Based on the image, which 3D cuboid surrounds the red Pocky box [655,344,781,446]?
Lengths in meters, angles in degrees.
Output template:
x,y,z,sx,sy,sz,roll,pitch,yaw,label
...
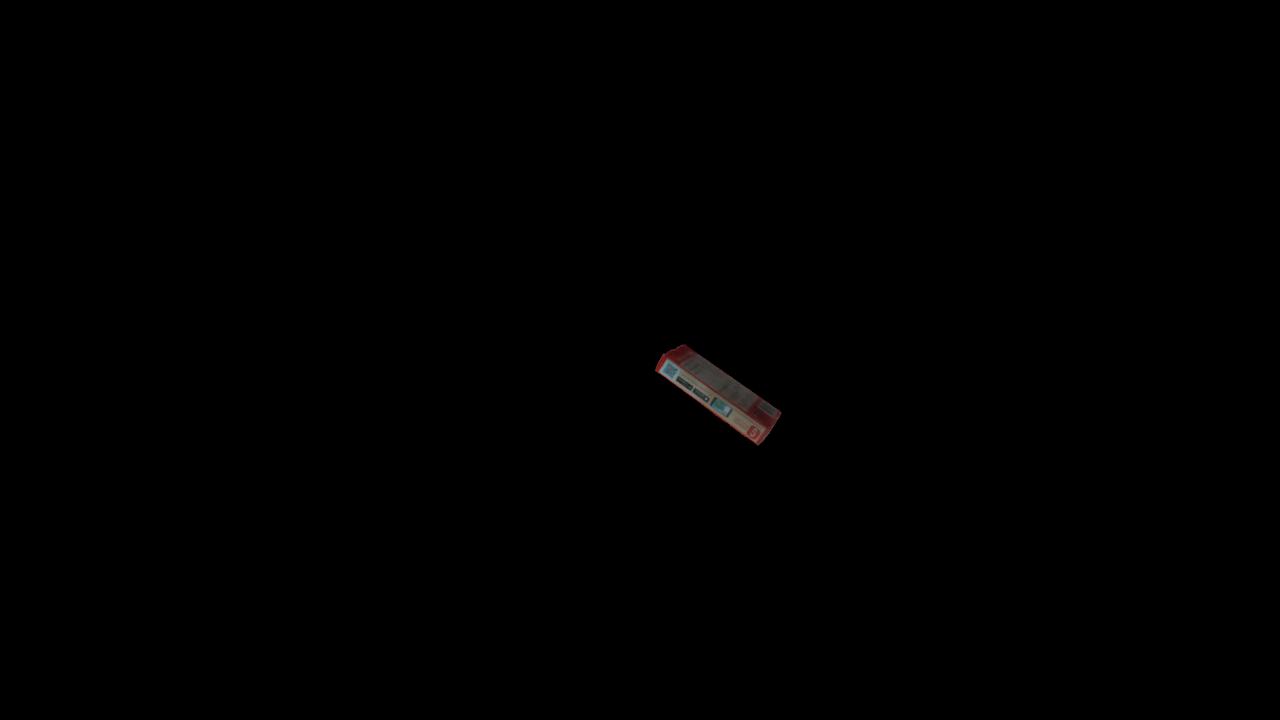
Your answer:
x,y,z,sx,sy,sz,roll,pitch,yaw,label
0.098,0.039,0.758,0.155,0.028,0.083,36,23,13,red Pocky box
